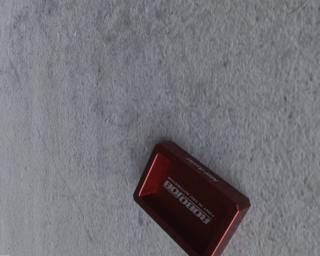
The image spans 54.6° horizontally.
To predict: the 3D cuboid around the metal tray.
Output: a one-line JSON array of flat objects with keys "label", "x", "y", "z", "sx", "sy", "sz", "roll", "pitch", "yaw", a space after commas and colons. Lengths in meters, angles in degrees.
[{"label": "metal tray", "x": 0.031, "y": 0.087, "z": 0.376, "sx": 0.130, "sy": 0.030, "sz": 0.089, "roll": 37, "pitch": 113, "yaw": 34}]
